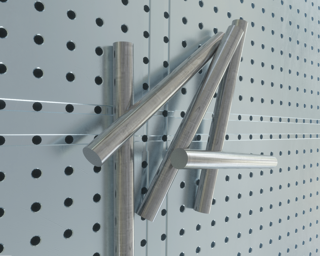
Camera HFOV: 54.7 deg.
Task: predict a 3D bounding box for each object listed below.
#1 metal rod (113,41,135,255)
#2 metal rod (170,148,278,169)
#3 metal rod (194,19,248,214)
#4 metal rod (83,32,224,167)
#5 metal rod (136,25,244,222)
[{"bbox_3d":[-0.044,0.048,0.374,0.025,0.025,0.298,-1,90,-40],"label":"metal rod"},{"bbox_3d":[0.117,0.050,0.475,0.302,0.025,0.025,9,85,-50],"label":"metal rod"},{"bbox_3d":[0.094,-0.020,0.476,0.025,0.025,0.298,16,84,-39],"label":"metal rod"},{"bbox_3d":[0.015,-0.056,0.401,0.301,0.025,0.025,-46,118,-38],"label":"metal rod"},{"bbox_3d":[0.047,-0.015,0.429,0.025,0.025,0.300,36,74,-35],"label":"metal rod"}]
